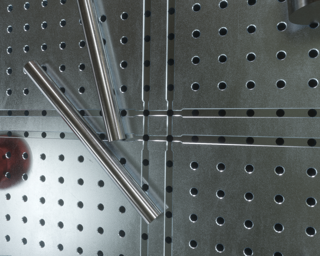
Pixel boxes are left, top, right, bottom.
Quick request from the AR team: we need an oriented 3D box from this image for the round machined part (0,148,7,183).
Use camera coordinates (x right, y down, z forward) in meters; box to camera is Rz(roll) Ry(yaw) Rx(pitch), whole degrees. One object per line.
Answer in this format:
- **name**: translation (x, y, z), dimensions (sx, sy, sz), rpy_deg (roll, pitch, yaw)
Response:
- **round machined part**: translation (-0.294, 0.062, 0.507), dimensions (0.098, 0.042, 0.097), rpy_deg (0, 90, 20)

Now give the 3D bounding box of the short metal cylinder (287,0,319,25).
- **short metal cylinder**: translation (0.175, -0.146, 0.321), dimensions (0.080, 0.080, 0.050), rpy_deg (-5, 89, 20)

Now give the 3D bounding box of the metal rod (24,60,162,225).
- **metal rod**: translation (-0.104, 0.013, 0.449), dimensions (0.025, 0.025, 0.300), rpy_deg (-45, 76, 14)

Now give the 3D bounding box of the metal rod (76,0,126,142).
- **metal rod**: translation (-0.095, -0.127, 0.445), dimensions (0.025, 0.025, 0.298), rpy_deg (-15, 85, 19)
